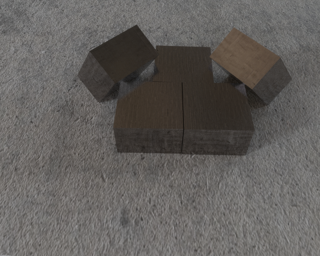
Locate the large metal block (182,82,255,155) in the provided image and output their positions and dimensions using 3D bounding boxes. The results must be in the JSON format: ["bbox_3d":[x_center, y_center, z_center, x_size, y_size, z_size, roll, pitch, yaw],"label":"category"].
[{"bbox_3d":[0.069,-0.013,0.397,0.081,0.050,0.080,1,50,0],"label":"large metal block"}]

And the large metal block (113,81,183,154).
[{"bbox_3d":[-0.013,-0.014,0.400,0.081,0.050,0.080,1,50,0],"label":"large metal block"}]

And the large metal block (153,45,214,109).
[{"bbox_3d":[0.032,-0.075,0.452,0.081,0.050,0.080,2,50,1],"label":"large metal block"}]

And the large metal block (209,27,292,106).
[{"bbox_3d":[0.128,-0.084,0.433,0.050,0.080,0.080,-50,58,12],"label":"large metal block"}]

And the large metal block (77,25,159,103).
[{"bbox_3d":[-0.060,-0.087,0.433,0.080,0.080,0.050,-40,95,-28],"label":"large metal block"}]
